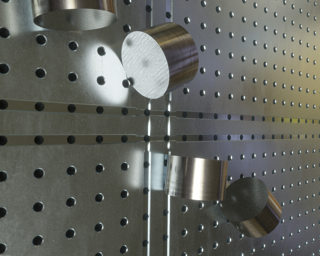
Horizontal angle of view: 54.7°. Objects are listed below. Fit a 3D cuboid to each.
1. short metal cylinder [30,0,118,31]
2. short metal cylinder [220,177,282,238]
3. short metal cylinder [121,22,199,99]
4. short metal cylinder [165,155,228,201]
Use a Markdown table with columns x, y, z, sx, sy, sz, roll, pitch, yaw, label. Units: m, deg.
| x | y | z | sx | sy | sz | roll | pitch | yaw | label |
| --- | --- | --- | --- | --- | --- | --- | --- | --- | --- |
| -0.084 | -0.130 | 0.302 | 0.081 | 0.080 | 0.050 | -10 | 97 | -40 | short metal cylinder |
| 0.144 | 0.126 | 0.494 | 0.050 | 0.080 | 0.080 | 49 | 61 | -29 | short metal cylinder |
| -0.001 | -0.081 | 0.372 | 0.050 | 0.080 | 0.080 | -30 | 109 | -36 | short metal cylinder |
| 0.048 | 0.065 | 0.413 | 0.081 | 0.080 | 0.050 | 9 | 84 | -40 | short metal cylinder |
